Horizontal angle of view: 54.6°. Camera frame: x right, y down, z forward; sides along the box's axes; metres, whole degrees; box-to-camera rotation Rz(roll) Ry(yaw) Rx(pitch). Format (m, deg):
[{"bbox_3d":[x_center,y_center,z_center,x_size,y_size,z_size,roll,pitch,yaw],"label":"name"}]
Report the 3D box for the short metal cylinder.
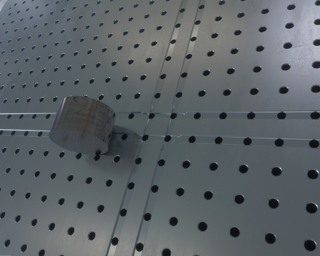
[{"bbox_3d":[-0.106,-0.002,0.431,0.080,0.080,0.050,-5,60,26],"label":"short metal cylinder"}]
